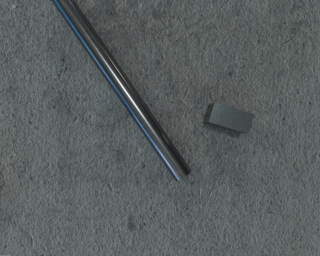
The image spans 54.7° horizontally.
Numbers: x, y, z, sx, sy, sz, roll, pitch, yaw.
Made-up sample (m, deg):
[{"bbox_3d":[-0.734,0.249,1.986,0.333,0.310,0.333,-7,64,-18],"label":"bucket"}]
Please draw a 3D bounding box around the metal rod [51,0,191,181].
[{"bbox_3d":[-0.054,-0.060,0.409,0.025,0.025,0.299,-35,90,0],"label":"metal rod"}]

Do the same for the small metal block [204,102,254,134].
[{"bbox_3d":[0.086,-0.012,0.399,0.050,0.050,0.025,17,90,-1],"label":"small metal block"}]
